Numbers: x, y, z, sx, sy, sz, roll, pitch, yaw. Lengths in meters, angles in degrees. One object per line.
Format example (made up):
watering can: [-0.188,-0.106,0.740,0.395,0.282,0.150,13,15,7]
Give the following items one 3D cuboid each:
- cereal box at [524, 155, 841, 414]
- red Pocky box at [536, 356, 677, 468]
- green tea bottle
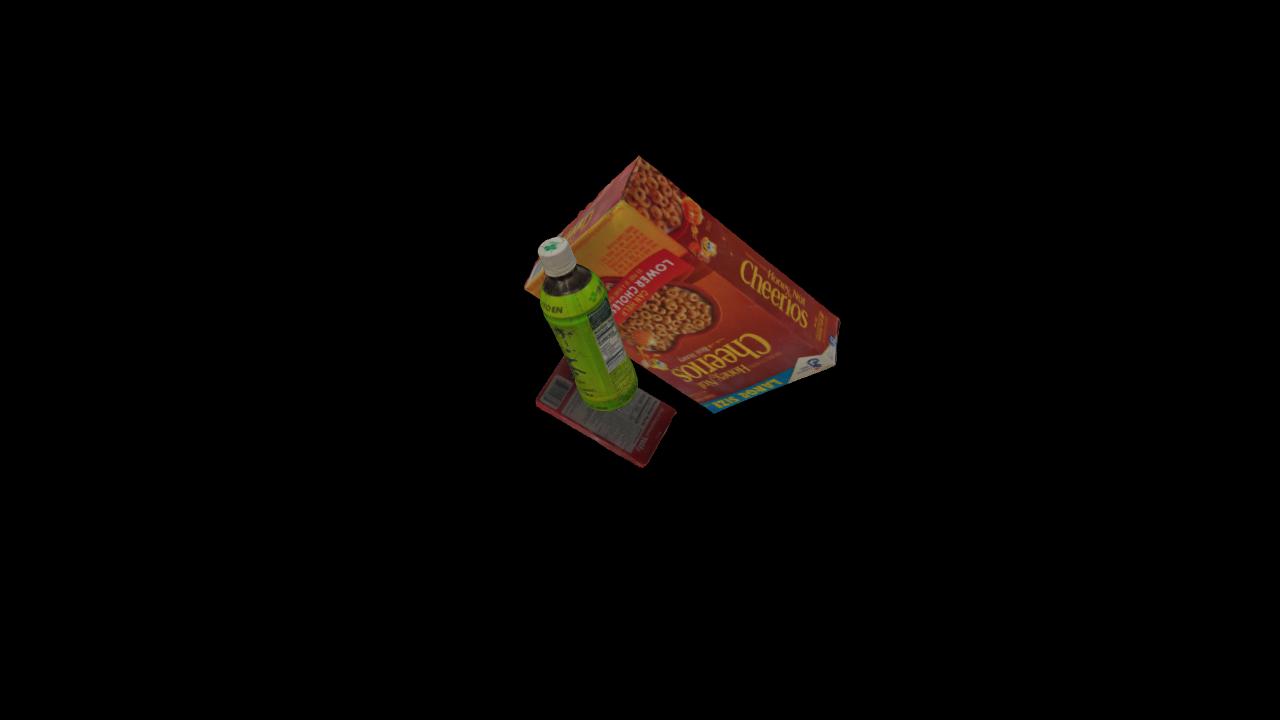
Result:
cereal box: [0.049,-0.062,0.700,0.306,0.081,0.203,34,-36,-23]
red Pocky box: [-0.042,0.059,0.750,0.155,0.083,0.028,31,-23,2]
green tea bottle: [-0.056,-0.035,0.644,0.073,0.073,0.212,0,-44,16]
